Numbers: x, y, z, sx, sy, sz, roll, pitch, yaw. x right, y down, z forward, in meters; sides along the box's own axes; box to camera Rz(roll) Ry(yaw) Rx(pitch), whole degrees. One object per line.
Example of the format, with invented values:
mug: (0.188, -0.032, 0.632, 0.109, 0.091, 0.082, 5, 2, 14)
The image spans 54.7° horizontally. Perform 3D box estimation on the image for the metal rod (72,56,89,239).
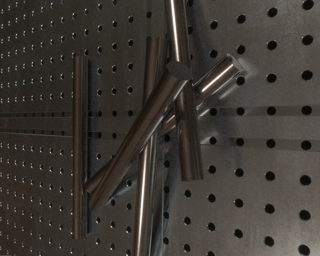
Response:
metal rod: (-0.133, 0.032, 0.515, 0.025, 0.025, 0.298, 1, 90, 39)

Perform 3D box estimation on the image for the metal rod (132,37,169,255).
metal rod: (-0.015, 0.040, 0.393, 0.025, 0.025, 0.298, 16, 108, 38)

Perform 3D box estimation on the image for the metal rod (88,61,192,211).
metal rod: (-0.042, 0.034, 0.386, 0.025, 0.025, 0.298, 59, 140, 23)

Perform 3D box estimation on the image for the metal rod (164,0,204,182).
metal rod: (0.023, -0.089, 0.363, 0.025, 0.025, 0.299, -16, 72, 38)

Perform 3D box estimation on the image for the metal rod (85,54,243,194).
metal rod: (-0.014, 0.011, 0.418, 0.299, 0.025, 0.025, -41, 65, 32)
